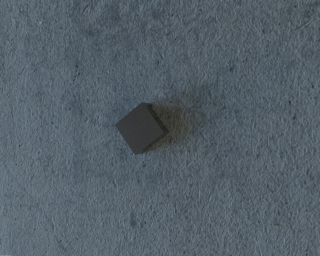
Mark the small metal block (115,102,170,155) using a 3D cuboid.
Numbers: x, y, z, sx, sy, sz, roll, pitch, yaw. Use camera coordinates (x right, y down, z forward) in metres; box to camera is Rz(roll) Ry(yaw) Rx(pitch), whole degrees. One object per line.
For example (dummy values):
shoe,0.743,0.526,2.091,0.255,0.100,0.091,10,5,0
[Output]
small metal block,-0.024,0.001,0.418,0.050,0.025,0.050,-38,78,15
